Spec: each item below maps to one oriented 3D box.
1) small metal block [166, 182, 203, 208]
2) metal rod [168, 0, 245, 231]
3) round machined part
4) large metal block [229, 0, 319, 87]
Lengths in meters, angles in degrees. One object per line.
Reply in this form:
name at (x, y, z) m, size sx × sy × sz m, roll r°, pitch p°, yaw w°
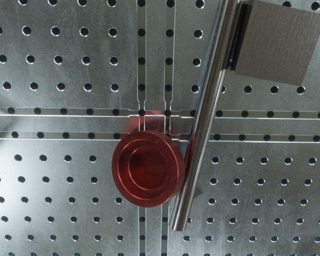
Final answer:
small metal block at (0.025, 0.084, 0.445) m, size 0.050 × 0.025 × 0.050 m, roll -38°, pitch 106°, yaw 12°
metal rod at (0.055, -0.006, 0.395) m, size 0.025 × 0.025 × 0.298 m, roll 11°, pitch 103°, yaw -5°
round machined part at (-0.012, 0.051, 0.408) m, size 0.098 × 0.042 × 0.097 m, roll 1°, pitch 93°, yaw 28°
large metal block at (0.131, -0.100, 0.365) m, size 0.081 × 0.050 × 0.079 m, roll 10°, pitch 110°, yaw -4°
